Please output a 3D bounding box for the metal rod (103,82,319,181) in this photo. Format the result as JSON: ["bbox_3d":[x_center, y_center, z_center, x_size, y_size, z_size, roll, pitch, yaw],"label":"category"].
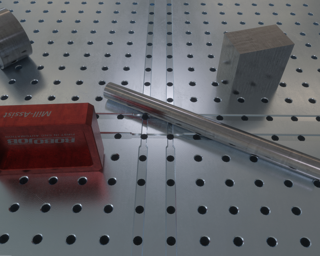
[{"bbox_3d":[0.058,-0.002,0.409,0.301,0.025,0.025,22,53,17],"label":"metal rod"}]

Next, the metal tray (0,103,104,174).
[{"bbox_3d":[-0.136,0.015,0.351,0.131,0.089,0.030,-2,50,-2],"label":"metal tray"}]

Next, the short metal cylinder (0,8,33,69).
[{"bbox_3d":[-0.249,-0.141,0.488,0.080,0.080,0.050,36,59,26],"label":"short metal cylinder"}]

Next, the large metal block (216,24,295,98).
[{"bbox_3d":[0.136,-0.097,0.455,0.081,0.080,0.050,-13,51,-10],"label":"large metal block"}]
